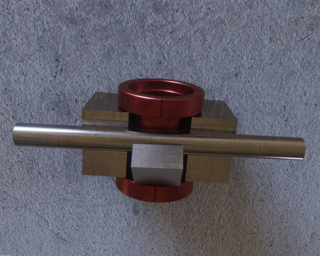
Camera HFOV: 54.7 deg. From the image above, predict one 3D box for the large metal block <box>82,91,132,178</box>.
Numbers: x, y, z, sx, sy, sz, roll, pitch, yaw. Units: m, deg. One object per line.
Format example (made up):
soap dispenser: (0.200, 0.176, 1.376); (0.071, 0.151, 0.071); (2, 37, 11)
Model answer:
large metal block: (-0.062, 0.005, 0.383); (0.050, 0.080, 0.079); (4, 110, -2)

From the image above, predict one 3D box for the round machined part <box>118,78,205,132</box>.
round machined part: (0.001, -0.027, 0.362); (0.099, 0.098, 0.042); (4, 111, -2)

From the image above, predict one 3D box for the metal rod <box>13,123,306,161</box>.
metal rod: (0.001, 0.015, 0.331); (0.302, 0.025, 0.025); (3, 110, -2)

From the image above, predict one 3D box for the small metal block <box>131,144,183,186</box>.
small metal block: (-0.002, 0.040, 0.326); (0.050, 0.025, 0.050); (2, 151, 1)

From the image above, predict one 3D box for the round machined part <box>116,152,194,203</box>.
round machined part: (-0.005, 0.051, 0.391); (0.099, 0.098, 0.042); (4, 105, -2)

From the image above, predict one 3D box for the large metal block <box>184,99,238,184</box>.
large metal block: (0.057, 0.013, 0.387); (0.050, 0.080, 0.079); (4, 110, -1)
